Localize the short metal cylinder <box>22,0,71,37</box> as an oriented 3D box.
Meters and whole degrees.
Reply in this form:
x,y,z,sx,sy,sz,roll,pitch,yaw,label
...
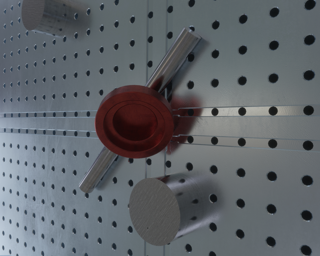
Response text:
x,y,z,sx,sy,sz,roll,pitch,yaw,label
-0.209,-0.213,0.565,0.080,0.050,0.079,0,90,40,short metal cylinder

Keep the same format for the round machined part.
x,y,z,sx,sy,sz,roll,pitch,yaw,label
-0.031,-0.011,0.401,0.097,0.098,0.042,-53,18,27,round machined part

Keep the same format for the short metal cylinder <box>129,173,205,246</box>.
x,y,z,sx,sy,sz,roll,pitch,yaw,label
0.008,0.099,0.387,0.080,0.050,0.079,0,90,40,short metal cylinder

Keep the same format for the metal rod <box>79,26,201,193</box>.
x,y,z,sx,sy,sz,roll,pitch,yaw,label
-0.041,-0.009,0.442,0.025,0.025,0.298,52,120,27,metal rod
